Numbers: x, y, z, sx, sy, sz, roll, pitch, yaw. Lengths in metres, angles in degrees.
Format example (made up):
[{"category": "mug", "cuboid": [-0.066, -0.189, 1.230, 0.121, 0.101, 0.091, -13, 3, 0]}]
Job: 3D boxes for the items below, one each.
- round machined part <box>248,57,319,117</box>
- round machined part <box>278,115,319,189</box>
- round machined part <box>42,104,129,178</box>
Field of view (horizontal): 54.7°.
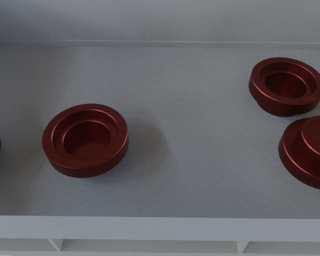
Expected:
[{"category": "round machined part", "cuboid": [0.175, -0.054, 0.440, 0.099, 0.042, 0.098, 0, 50, 0]}, {"category": "round machined part", "cuboid": [0.200, 0.023, 0.376, 0.099, 0.042, 0.098, 0, 50, 0]}, {"category": "round machined part", "cuboid": [-0.087, 0.019, 0.377, 0.099, 0.042, 0.098, 0, 50, 0]}]
